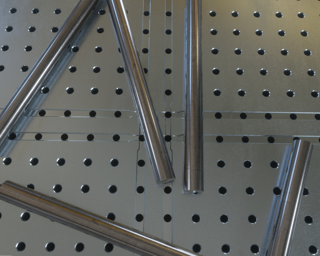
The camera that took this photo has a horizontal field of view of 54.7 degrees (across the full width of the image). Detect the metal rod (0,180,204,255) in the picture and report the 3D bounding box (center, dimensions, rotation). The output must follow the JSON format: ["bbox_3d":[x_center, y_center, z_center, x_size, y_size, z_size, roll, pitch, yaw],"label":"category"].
[{"bbox_3d":[-0.050,0.125,0.365,0.301,0.025,0.025,19,71,6],"label":"metal rod"}]

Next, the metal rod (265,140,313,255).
[{"bbox_3d":[0.134,0.152,0.357,0.025,0.025,0.300,20,71,7],"label":"metal rod"}]

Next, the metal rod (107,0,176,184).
[{"bbox_3d":[-0.032,-0.069,0.436,0.025,0.025,0.299,-14,71,-6],"label":"metal rod"}]

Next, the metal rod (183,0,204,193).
[{"bbox_3d":[0.047,-0.062,0.434,0.025,0.025,0.299,2,70,0],"label":"metal rod"}]

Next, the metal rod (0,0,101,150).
[{"bbox_3d":[-0.158,-0.099,0.445,0.025,0.025,0.300,24,71,8],"label":"metal rod"}]
